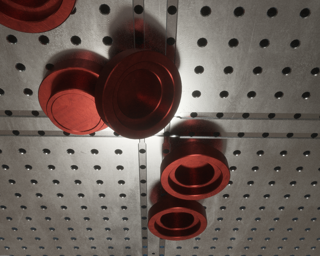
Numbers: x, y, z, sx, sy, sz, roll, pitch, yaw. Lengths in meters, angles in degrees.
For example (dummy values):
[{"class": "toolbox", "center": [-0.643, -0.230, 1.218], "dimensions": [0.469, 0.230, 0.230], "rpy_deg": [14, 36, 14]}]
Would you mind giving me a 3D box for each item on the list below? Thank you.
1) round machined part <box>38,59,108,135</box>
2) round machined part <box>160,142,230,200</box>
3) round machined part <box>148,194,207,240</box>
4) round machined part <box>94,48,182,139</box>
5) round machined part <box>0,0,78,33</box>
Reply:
[{"class": "round machined part", "center": [-0.097, -0.030, 0.374], "dimensions": [0.099, 0.042, 0.097], "rpy_deg": [-1, 130, 0]}, {"class": "round machined part", "center": [0.049, 0.059, 0.451], "dimensions": [0.099, 0.042, 0.097], "rpy_deg": [-1, 130, 0]}, {"class": "round machined part", "center": [0.029, 0.147, 0.526], "dimensions": [0.099, 0.042, 0.097], "rpy_deg": [-1, 130, 0]}, {"class": "round machined part", "center": [-0.027, -0.040, 0.346], "dimensions": [0.099, 0.042, 0.097], "rpy_deg": [-15, 117, -31]}, {"class": "round machined part", "center": [-0.120, -0.141, 0.279], "dimensions": [0.099, 0.042, 0.097], "rpy_deg": [-1, 130, 0]}]
